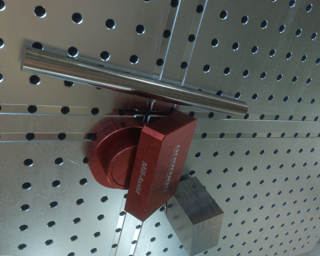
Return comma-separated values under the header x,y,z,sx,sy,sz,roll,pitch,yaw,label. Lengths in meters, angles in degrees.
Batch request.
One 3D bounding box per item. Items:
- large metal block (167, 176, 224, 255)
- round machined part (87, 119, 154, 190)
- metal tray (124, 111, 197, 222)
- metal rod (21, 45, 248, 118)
x,y,z,sx,sy,sz,roll,pitch,yaw,label
0.052,0.137,0.485,0.050,0.080,0.079,-15,129,-20,large metal block
-0.041,0.041,0.403,0.099,0.042,0.097,-14,124,-21,round machined part
0.001,0.049,0.411,0.091,0.030,0.129,-26,136,-54,metal tray
-0.005,-0.047,0.378,0.302,0.025,0.025,9,114,-32,metal rod
